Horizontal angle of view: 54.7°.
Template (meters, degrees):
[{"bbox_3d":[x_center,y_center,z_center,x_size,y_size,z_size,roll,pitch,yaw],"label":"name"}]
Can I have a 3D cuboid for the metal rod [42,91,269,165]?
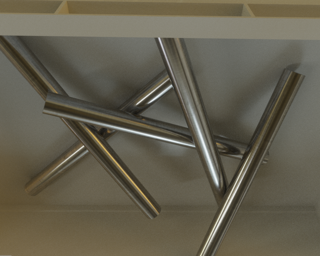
[{"bbox_3d":[0.013,0.007,0.389,0.302,0.025,0.025,14,129,-22],"label":"metal rod"}]

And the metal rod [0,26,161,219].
[{"bbox_3d":[-0.088,0.011,0.386,0.025,0.025,0.299,-26,117,20],"label":"metal rod"}]

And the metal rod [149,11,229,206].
[{"bbox_3d":[0.050,0.009,0.364,0.025,0.025,0.299,-15,131,12],"label":"metal rod"}]

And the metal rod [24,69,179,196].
[{"bbox_3d":[-0.093,0.017,0.422,0.299,0.025,0.025,-36,122,26],"label":"metal rod"}]

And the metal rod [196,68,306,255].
[{"bbox_3d":[0.108,0.068,0.405,0.025,0.025,0.298,15,109,-13],"label":"metal rod"}]
